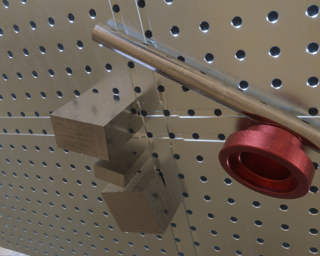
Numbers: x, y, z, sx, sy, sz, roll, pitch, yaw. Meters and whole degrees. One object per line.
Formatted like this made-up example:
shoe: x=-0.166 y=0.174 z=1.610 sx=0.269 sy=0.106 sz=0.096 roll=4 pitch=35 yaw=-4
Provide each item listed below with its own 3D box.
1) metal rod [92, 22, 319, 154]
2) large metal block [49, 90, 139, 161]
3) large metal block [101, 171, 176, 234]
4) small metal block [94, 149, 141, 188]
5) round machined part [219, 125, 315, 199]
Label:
metal rod: x=0.055 y=-0.048 z=0.352 sx=0.301 sy=0.025 sz=0.025 roll=28 pitch=128 yaw=10
large metal block: x=-0.084 y=-0.007 z=0.416 sx=0.080 sy=0.080 sz=0.050 roll=12 pitch=123 yaw=22
large metal block: x=-0.032 y=0.116 z=0.484 sx=0.080 sy=0.050 sz=0.080 roll=-9 pitch=114 yaw=32
small metal block: x=-0.063 y=0.057 z=0.464 sx=0.050 sy=0.050 sz=0.025 roll=16 pitch=125 yaw=19
round machined part: x=0.119 y=0.034 z=0.343 sx=0.098 sy=0.042 sz=0.098 roll=26 pitch=153 yaw=15
